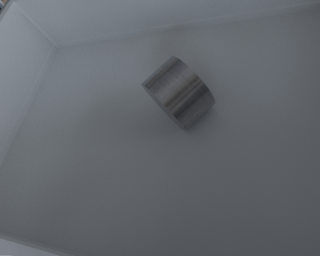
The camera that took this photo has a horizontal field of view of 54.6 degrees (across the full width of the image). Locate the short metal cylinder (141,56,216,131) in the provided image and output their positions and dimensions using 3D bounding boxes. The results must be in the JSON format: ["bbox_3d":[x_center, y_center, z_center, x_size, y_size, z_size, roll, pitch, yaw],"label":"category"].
[{"bbox_3d":[0.022,-0.042,0.385,0.050,0.080,0.080,-43,51,-1],"label":"short metal cylinder"}]
